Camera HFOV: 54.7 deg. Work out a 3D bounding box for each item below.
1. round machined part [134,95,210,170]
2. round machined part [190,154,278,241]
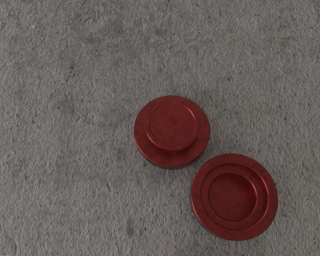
[{"bbox_3d":[0.016,0.001,0.399,0.099,0.042,0.098,0,70,0],"label":"round machined part"},{"bbox_3d":[0.084,0.083,0.369,0.099,0.042,0.098,0,70,0],"label":"round machined part"}]
